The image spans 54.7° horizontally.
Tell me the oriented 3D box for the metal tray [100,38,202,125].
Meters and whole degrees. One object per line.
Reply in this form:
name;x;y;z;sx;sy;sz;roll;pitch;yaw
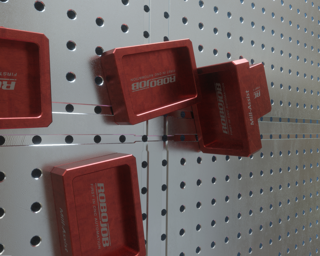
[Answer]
metal tray;-0.005;-0.063;0.403;0.131;0.030;0.089;-20;103;-38

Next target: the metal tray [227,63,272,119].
metal tray;0.135;-0.052;0.522;0.131;0.030;0.089;-25;106;-37

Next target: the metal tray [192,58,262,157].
metal tray;0.090;-0.027;0.444;0.030;0.090;0.129;-20;103;-38

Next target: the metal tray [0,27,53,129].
metal tray;-0.165;-0.043;0.268;0.131;0.030;0.089;-3;92;-40

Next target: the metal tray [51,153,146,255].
metal tray;-0.066;0.100;0.352;0.091;0.030;0.129;-10;97;-40
